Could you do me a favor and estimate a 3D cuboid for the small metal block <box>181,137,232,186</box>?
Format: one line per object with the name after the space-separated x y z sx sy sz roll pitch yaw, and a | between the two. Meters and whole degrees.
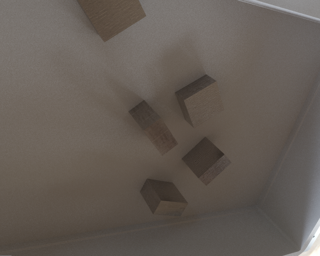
0.069 0.049 0.462 0.050 0.050 0.025 -43 130 1 | small metal block

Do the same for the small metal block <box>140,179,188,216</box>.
0.005 0.104 0.461 0.050 0.050 0.025 15 110 -35 | small metal block

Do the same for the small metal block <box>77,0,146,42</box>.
-0.049 -0.122 0.304 0.050 0.025 0.050 -33 131 -3 | small metal block

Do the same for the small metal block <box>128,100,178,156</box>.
-0.009 -0.001 0.389 0.025 0.050 0.050 -37 130 -4 | small metal block

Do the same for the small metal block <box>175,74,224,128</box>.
0.054 -0.036 0.418 0.050 0.025 0.050 -31 129 -9 | small metal block
